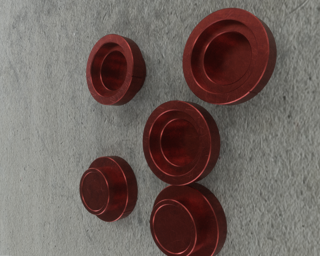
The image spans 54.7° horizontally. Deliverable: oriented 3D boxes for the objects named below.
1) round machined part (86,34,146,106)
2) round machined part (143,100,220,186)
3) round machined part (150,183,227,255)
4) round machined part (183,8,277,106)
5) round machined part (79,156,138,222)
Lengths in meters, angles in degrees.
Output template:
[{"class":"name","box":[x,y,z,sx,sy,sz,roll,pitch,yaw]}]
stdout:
[{"class":"round machined part","box":[-0.058,-0.080,0.442,0.098,0.042,0.097,0,90,40]},{"class":"round machined part","box":[0.029,0.017,0.370,0.098,0.042,0.097,0,90,40]},{"class":"round machined part","box":[0.026,0.116,0.372,0.098,0.042,0.097,0,90,40]},{"class":"round machined part","box":[0.076,-0.073,0.331,0.098,0.042,0.097,0,90,40]},{"class":"round machined part","box":[-0.083,0.092,0.463,0.098,0.042,0.097,0,90,40]}]
